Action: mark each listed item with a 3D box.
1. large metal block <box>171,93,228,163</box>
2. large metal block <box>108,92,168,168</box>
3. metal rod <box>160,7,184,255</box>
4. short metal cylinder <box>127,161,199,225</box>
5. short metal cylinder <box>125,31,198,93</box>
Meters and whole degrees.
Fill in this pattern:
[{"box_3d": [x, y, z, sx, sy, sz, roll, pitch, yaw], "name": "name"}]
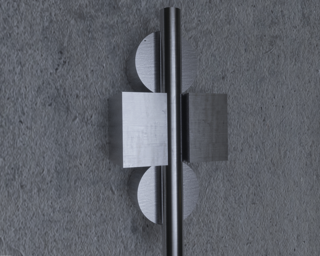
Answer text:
[{"box_3d": [0.043, -0.001, 0.397, 0.050, 0.080, 0.080, -1, 90, -20], "name": "large metal block"}, {"box_3d": [-0.029, 0.001, 0.370, 0.050, 0.080, 0.080, -1, 90, -20], "name": "large metal block"}, {"box_3d": [0.014, 0.013, 0.362, 0.025, 0.025, 0.298, -1, 90, -20], "name": "metal rod"}, {"box_3d": [0.003, 0.078, 0.399, 0.081, 0.050, 0.080, 0, 90, -20], "name": "short metal cylinder"}, {"box_3d": [0.001, -0.078, 0.397, 0.081, 0.050, 0.080, 0, 90, -20], "name": "short metal cylinder"}]
